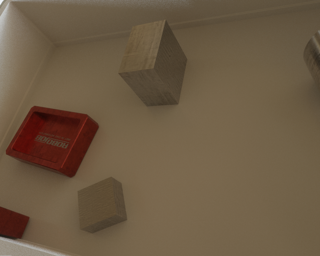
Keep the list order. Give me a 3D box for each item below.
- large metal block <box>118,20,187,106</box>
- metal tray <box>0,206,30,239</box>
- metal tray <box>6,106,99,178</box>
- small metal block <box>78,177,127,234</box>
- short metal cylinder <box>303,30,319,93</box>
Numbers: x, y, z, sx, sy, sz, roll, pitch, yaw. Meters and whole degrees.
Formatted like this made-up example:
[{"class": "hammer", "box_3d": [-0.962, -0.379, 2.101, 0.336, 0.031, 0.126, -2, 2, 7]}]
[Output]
[{"class": "large metal block", "box_3d": [-0.006, -0.086, 0.425, 0.050, 0.080, 0.080, -2, 61, 27]}, {"class": "metal tray", "box_3d": [-0.255, 0.111, 0.407, 0.131, 0.090, 0.030, 8, 65, 15]}, {"class": "metal tray", "box_3d": [-0.167, 0.017, 0.477, 0.130, 0.030, 0.090, 10, 66, 31]}, {"class": "small metal block", "box_3d": [-0.072, 0.096, 0.383, 0.050, 0.025, 0.050, -25, 53, 12]}, {"class": "short metal cylinder", "box_3d": [0.194, -0.068, 0.310, 0.080, 0.080, 0.050, -18, 55, 17]}]
